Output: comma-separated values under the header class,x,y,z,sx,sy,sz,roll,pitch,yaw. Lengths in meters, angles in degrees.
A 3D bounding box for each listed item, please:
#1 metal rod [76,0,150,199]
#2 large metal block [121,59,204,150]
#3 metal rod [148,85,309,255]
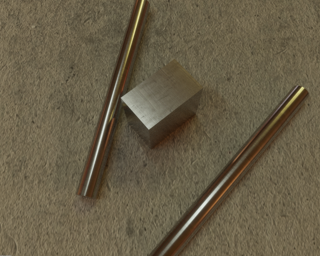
class,x,y,z,sx,sy,sz,roll,pitch,yaw
metal rod,-0.059,-0.054,0.427,0.025,0.025,0.299,12,70,4
large metal block,0.003,-0.027,0.389,0.080,0.080,0.050,-38,75,-13
metal rod,0.093,0.055,0.388,0.025,0.025,0.301,41,75,13
